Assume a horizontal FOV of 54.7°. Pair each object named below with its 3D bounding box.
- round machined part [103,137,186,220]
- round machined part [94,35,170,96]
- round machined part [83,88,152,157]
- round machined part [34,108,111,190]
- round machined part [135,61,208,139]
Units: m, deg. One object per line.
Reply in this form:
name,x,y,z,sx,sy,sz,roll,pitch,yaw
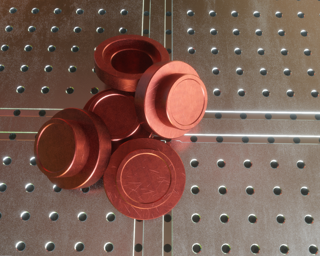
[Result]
round machined part,-0.018,0.059,0.368,0.099,0.042,0.097,1,81,-6
round machined part,-0.038,-0.082,0.420,0.099,0.042,0.098,4,49,-4
round machined part,-0.056,-0.010,0.404,0.099,0.042,0.098,0,70,-1
round machined part,-0.110,0.024,0.367,0.098,0.042,0.097,-3,83,29
round machined part,0.021,-0.034,0.384,0.042,0.098,0.098,15,64,49
